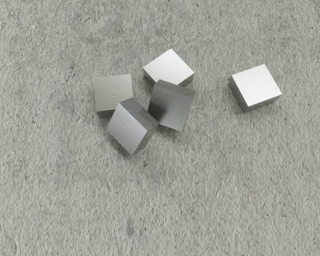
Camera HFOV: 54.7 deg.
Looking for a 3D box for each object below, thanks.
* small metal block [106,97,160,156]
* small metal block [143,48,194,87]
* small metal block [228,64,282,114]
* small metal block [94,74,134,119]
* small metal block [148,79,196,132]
[{"bbox_3d":[-0.035,-0.002,0.392,0.050,0.050,0.025,44,41,14],"label":"small metal block"},{"bbox_3d":[0.012,-0.075,0.435,0.050,0.025,0.050,-37,74,-12],"label":"small metal block"},{"bbox_3d":[0.130,-0.054,0.429,0.050,0.025,0.050,-20,71,-7],"label":"small metal block"},{"bbox_3d":[-0.061,-0.043,0.423,0.050,0.025,0.050,-7,70,-3],"label":"small metal block"},{"bbox_3d":[0.014,-0.030,0.404,0.050,0.050,0.025,19,29,7],"label":"small metal block"}]
